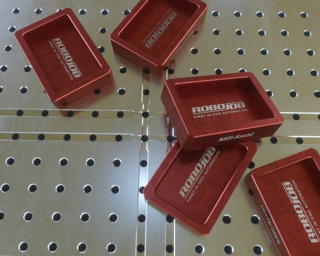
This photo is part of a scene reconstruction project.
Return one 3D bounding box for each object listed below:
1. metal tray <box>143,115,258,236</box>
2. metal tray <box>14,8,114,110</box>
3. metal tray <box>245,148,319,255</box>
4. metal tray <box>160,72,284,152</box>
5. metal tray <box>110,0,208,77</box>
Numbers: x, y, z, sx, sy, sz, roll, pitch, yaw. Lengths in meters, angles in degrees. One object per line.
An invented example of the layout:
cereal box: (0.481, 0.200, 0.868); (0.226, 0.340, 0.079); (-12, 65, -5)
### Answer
metal tray: (0.051, 0.055, 0.389); (0.090, 0.030, 0.130); (32, 73, 11)
metal tray: (-0.137, -0.102, 0.445); (0.090, 0.030, 0.130); (-31, 73, -11)
metal tray: (0.173, 0.099, 0.373); (0.090, 0.030, 0.130); (-19, 71, -7)
metal tray: (0.076, -0.025, 0.390); (0.131, 0.030, 0.090); (-8, 56, -20)
metal tray: (-0.001, -0.151, 0.464); (0.090, 0.030, 0.130); (32, 73, 11)
